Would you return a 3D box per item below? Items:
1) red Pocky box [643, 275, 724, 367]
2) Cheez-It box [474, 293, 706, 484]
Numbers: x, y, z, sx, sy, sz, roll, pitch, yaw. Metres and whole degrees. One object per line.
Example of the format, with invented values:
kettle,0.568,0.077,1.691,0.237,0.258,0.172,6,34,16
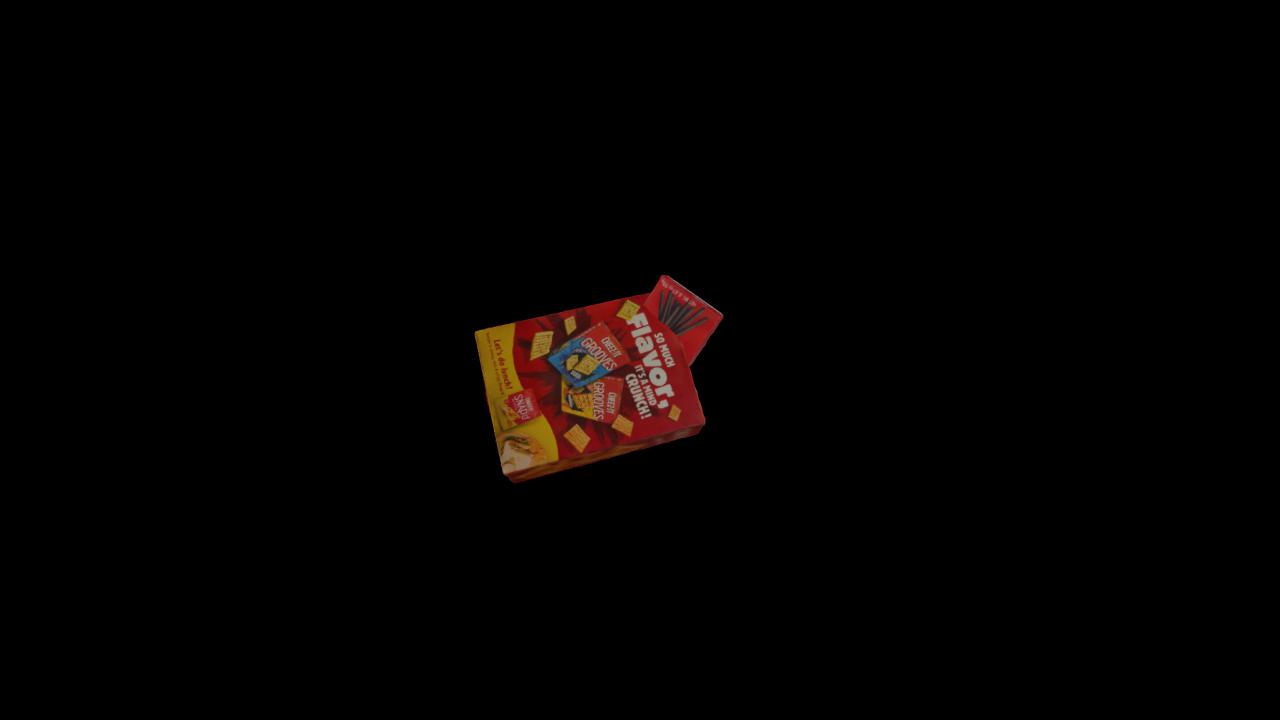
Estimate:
red Pocky box,0.020,-0.010,0.704,0.083,0.155,0.028,36,17,9
Cheez-It box,-0.057,0.027,0.689,0.223,0.166,0.071,-14,-17,-7
